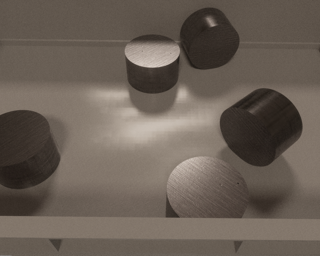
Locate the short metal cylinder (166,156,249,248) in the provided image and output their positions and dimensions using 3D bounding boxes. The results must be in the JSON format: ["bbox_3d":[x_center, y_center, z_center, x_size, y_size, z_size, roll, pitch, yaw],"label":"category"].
[{"bbox_3d":[0.047,0.077,0.325,0.081,0.050,0.080,0,50,0],"label":"short metal cylinder"}]

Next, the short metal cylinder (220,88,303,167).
[{"bbox_3d":[0.119,-0.001,0.372,0.050,0.080,0.080,-33,58,-25],"label":"short metal cylinder"}]

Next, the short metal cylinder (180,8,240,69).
[{"bbox_3d":[0.077,-0.140,0.488,0.081,0.080,0.050,-10,51,-9],"label":"short metal cylinder"}]

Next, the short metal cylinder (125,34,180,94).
[{"bbox_3d":[-0.011,-0.098,0.471,0.081,0.050,0.080,0,50,0],"label":"short metal cylinder"}]

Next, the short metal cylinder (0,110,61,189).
[{"bbox_3d":[-0.165,0.025,0.366,0.081,0.050,0.080,0,50,0],"label":"short metal cylinder"}]
